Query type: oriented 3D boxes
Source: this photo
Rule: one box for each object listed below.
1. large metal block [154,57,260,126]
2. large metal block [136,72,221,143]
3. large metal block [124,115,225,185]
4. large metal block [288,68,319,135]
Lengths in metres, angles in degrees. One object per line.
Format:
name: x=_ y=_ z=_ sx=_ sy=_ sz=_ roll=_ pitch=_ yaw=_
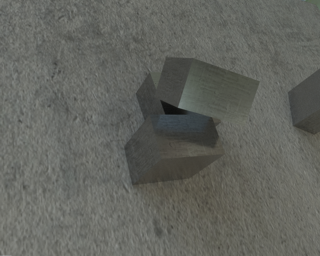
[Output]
large metal block: x=0.049 y=-0.043 z=0.351 sx=0.081 sy=0.080 sz=0.050 roll=14 pitch=98 yaw=-21
large metal block: x=0.023 y=-0.028 z=0.419 sx=0.081 sy=0.050 sz=0.080 roll=-6 pitch=65 yaw=-31
large metal block: x=0.014 y=0.026 z=0.362 sx=0.081 sy=0.080 sz=0.050 roll=-1 pitch=63 yaw=-29
large metal block: x=0.282 y=-0.047 z=0.553 sx=0.050 sy=0.080 sz=0.080 roll=20 pitch=54 yaw=-17
